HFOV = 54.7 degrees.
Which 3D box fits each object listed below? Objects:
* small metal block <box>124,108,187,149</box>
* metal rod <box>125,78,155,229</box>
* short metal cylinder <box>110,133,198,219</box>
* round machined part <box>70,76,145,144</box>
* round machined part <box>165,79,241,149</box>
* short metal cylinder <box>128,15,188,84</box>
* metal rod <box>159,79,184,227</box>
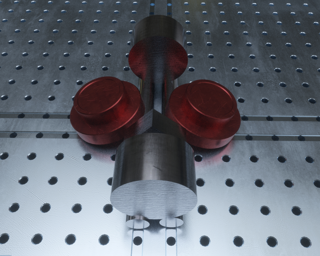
[{"bbox_3d":[-0.006,0.011,0.351,0.050,0.050,0.025,30,42,-30],"label":"small metal block"},{"bbox_3d":[-0.021,-0.015,0.419,0.025,0.025,0.300,1,50,1],"label":"metal rod"},{"bbox_3d":[-0.005,0.049,0.302,0.080,0.080,0.050,1,50,0],"label":"short metal cylinder"},{"bbox_3d":[-0.072,-0.030,0.405,0.098,0.042,0.098,-9,49,11],"label":"round machined part"},{"bbox_3d":[0.059,-0.025,0.400,0.099,0.042,0.098,10,49,-11],"label":"round machined part"},{"bbox_3d":[-0.002,-0.109,0.435,0.080,0.080,0.050,1,50,0],"label":"short metal cylinder"},{"bbox_3d":[0.014,-0.016,0.420,0.025,0.025,0.300,1,50,1],"label":"metal rod"}]
